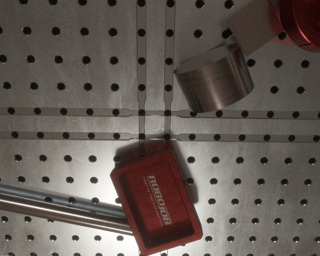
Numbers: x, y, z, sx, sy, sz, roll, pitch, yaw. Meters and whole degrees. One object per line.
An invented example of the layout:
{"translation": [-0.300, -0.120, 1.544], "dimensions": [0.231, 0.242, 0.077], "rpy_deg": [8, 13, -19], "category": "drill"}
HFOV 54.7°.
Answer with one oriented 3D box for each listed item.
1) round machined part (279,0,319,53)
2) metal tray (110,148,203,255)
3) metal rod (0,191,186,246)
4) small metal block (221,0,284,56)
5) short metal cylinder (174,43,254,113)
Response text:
{"translation": [0.176, -0.134, 0.347], "dimensions": [0.099, 0.042, 0.097], "rpy_deg": [-2, 97, -16], "category": "round machined part"}
{"translation": [-0.004, 0.103, 0.432], "dimensions": [0.090, 0.030, 0.129], "rpy_deg": [-20, 96, 6], "category": "metal tray"}
{"translation": [-0.107, 0.134, 0.461], "dimensions": [0.302, 0.025, 0.025], "rpy_deg": [13, 110, -6], "category": "metal rod"}
{"translation": [0.110, -0.123, 0.370], "dimensions": [0.050, 0.025, 0.050], "rpy_deg": [-35, 107, 12], "category": "small metal block"}
{"translation": [0.063, -0.059, 0.363], "dimensions": [0.080, 0.080, 0.050], "rpy_deg": [-23, 109, 8], "category": "short metal cylinder"}
